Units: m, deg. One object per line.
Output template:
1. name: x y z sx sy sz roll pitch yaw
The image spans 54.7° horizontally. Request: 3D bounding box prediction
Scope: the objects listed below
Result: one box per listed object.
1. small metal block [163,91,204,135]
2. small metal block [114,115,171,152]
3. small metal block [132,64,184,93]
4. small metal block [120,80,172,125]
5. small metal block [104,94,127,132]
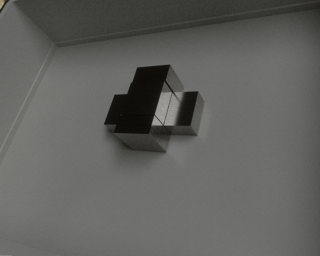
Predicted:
1. small metal block: 0.026 -0.019 0.402 0.050 0.025 0.050 1 62 28
2. small metal block: -0.021 0.007 0.393 0.050 0.050 0.025 1 62 28
3. small metal block: -0.001 -0.059 0.424 0.050 0.050 0.025 1 62 28
4. small metal block: -0.017 -0.032 0.399 0.050 0.025 0.050 1 62 28
5. small metal block: -0.045 -0.021 0.439 0.050 0.025 0.050 1 62 28
